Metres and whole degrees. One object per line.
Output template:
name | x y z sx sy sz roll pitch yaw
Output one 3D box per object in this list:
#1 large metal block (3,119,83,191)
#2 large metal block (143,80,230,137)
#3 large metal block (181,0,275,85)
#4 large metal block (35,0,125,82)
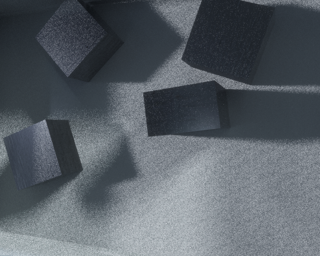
large metal block | -0.172 0.039 0.458 0.080 0.050 0.080 -21 83 18
large metal block | 0.035 -0.020 0.369 0.080 0.080 0.050 -7 88 20
large metal block | 0.082 -0.104 0.368 0.080 0.050 0.080 21 97 18
large metal block | -0.113 -0.124 0.437 0.080 0.050 0.080 -44 76 14
